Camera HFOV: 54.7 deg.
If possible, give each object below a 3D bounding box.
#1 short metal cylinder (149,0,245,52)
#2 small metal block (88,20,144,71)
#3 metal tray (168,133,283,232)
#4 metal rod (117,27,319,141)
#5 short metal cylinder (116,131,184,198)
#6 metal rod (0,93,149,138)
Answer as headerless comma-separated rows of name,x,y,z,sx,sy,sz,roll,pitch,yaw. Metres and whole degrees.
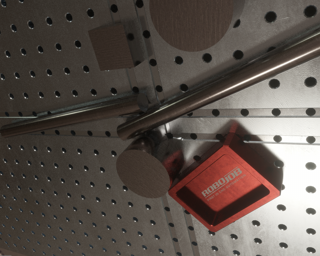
short metal cylinder,0.037,-0.120,0.300,0.080,0.050,0.079,13,124,20
small metal block,-0.053,-0.099,0.376,0.050,0.025,0.050,0,119,28
metal tray,0.082,0.077,0.411,0.090,0.030,0.129,41,129,-1
metal rod,0.060,-0.041,0.353,0.299,0.025,0.025,-23,106,36
short metal cylinder,-0.013,0.051,0.432,0.080,0.050,0.079,13,124,20
metal rod,-0.149,-0.014,0.478,0.300,0.025,0.025,-9,114,31
